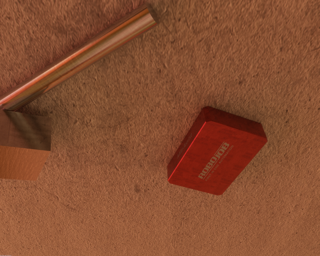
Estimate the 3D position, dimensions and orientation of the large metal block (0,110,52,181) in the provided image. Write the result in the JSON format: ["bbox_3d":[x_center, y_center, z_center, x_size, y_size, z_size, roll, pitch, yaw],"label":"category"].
[{"bbox_3d":[-0.188,0.023,0.388,0.081,0.050,0.080,10,141,-29],"label":"large metal block"}]

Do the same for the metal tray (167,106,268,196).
[{"bbox_3d":[0.075,0.038,0.437,0.091,0.030,0.129,17,128,-14],"label":"metal tray"}]

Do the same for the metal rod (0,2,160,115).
[{"bbox_3d":[-0.135,-0.054,0.359,0.300,0.025,0.025,-25,126,20],"label":"metal rod"}]
